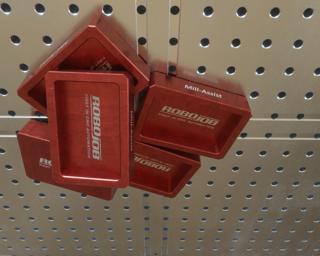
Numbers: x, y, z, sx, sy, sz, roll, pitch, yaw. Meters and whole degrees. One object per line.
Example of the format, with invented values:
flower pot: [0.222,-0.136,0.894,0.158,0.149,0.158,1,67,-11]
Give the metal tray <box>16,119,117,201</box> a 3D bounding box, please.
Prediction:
metal tray: [-0.121,0.045,0.423,0.131,0.030,0.089,14,131,6]

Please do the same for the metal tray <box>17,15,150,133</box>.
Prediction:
metal tray: [-0.087,-0.054,0.360,0.130,0.030,0.090,-32,123,24]

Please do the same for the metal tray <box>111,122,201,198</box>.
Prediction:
metal tray: [-0.018,0.050,0.449,0.131,0.030,0.089,20,128,-16]

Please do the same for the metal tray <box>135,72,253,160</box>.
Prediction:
metal tray: [0.038,-0.012,0.397,0.131,0.030,0.089,14,129,-12]

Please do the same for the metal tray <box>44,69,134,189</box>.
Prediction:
metal tray: [-0.077,0.001,0.352,0.090,0.030,0.129,3,106,6]
